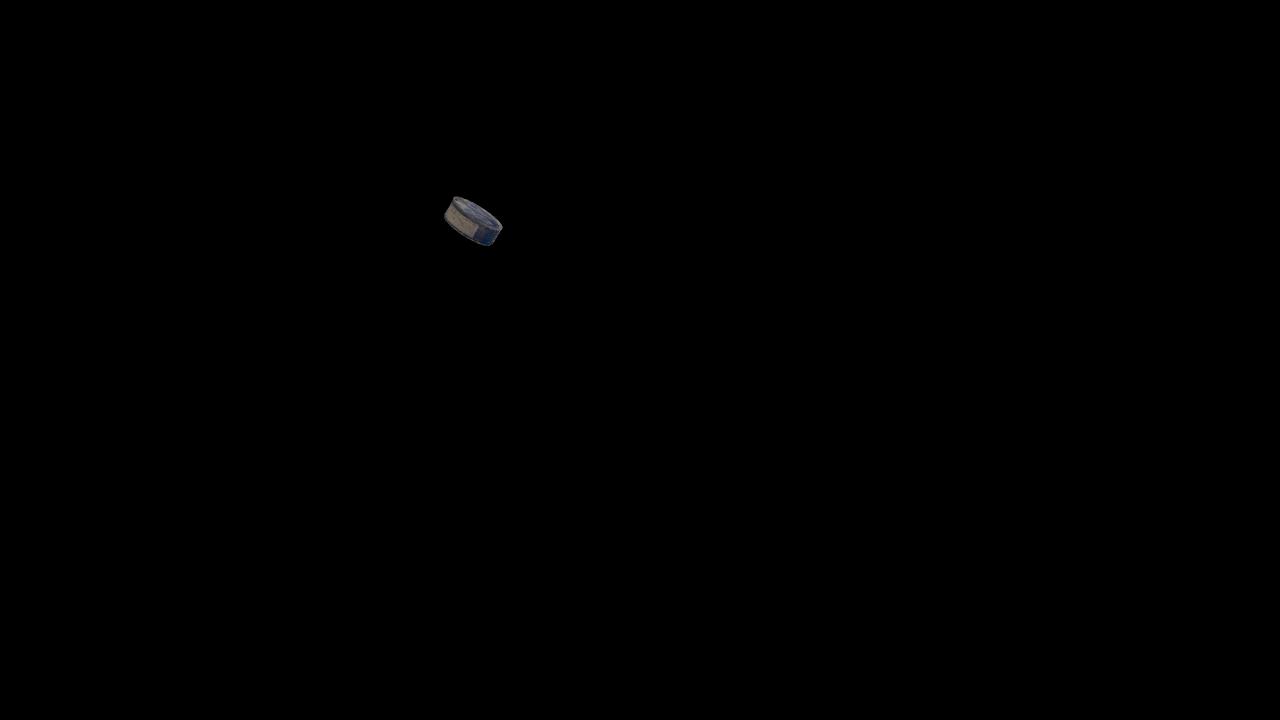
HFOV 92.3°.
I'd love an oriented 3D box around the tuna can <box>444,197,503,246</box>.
[{"bbox_3d":[-0.255,-0.212,0.942,0.084,0.034,0.084,34,17,-12],"label":"tuna can"}]
